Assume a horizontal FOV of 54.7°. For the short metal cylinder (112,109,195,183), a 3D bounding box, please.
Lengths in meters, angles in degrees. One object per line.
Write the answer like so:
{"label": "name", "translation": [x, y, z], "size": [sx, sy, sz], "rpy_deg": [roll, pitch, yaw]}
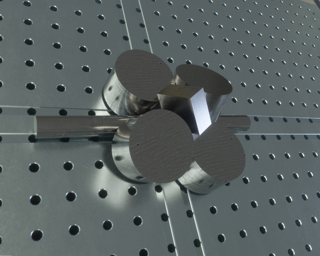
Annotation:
{"label": "short metal cylinder", "translation": [-0.008, 0.022, 0.354], "size": [0.081, 0.050, 0.080], "rpy_deg": [5, 80, -28]}

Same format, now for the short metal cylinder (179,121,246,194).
{"label": "short metal cylinder", "translation": [0.061, 0.038, 0.397], "size": [0.081, 0.050, 0.080], "rpy_deg": [14, 56, -21]}

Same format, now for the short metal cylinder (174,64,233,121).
{"label": "short metal cylinder", "translation": [0.052, -0.047, 0.427], "size": [0.081, 0.050, 0.080], "rpy_deg": [14, 34, -9]}

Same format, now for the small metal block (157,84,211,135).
{"label": "small metal block", "translation": [0.029, -0.023, 0.372], "size": [0.025, 0.050, 0.050], "rpy_deg": [-41, 128, -33]}

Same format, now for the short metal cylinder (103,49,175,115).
{"label": "short metal cylinder", "translation": [-0.028, -0.055, 0.406], "size": [0.081, 0.050, 0.080], "rpy_deg": [14, 56, -21]}

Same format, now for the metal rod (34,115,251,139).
{"label": "metal rod", "translation": [-0.001, -0.004, 0.405], "size": [0.303, 0.025, 0.025], "rpy_deg": [-2, 63, -29]}
